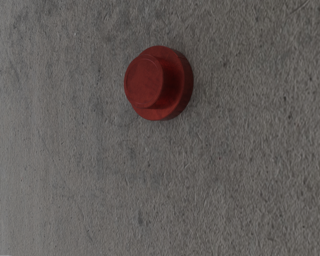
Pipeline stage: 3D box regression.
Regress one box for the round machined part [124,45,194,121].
[{"bbox_3d":[-0.009,-0.058,0.402,0.098,0.042,0.097,0,90,40],"label":"round machined part"}]
